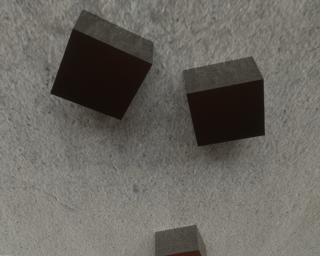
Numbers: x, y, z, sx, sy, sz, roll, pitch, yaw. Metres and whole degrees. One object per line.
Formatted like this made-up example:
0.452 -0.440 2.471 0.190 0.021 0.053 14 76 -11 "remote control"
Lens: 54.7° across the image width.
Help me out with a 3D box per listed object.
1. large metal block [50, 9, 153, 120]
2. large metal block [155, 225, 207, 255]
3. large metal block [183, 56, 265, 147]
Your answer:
-0.062 -0.066 0.334 0.080 0.050 0.080 21 127 -18 "large metal block"
0.042 0.235 0.592 0.080 0.050 0.080 -14 129 11 "large metal block"
0.076 -0.030 0.367 0.080 0.050 0.080 -10 130 8 "large metal block"
